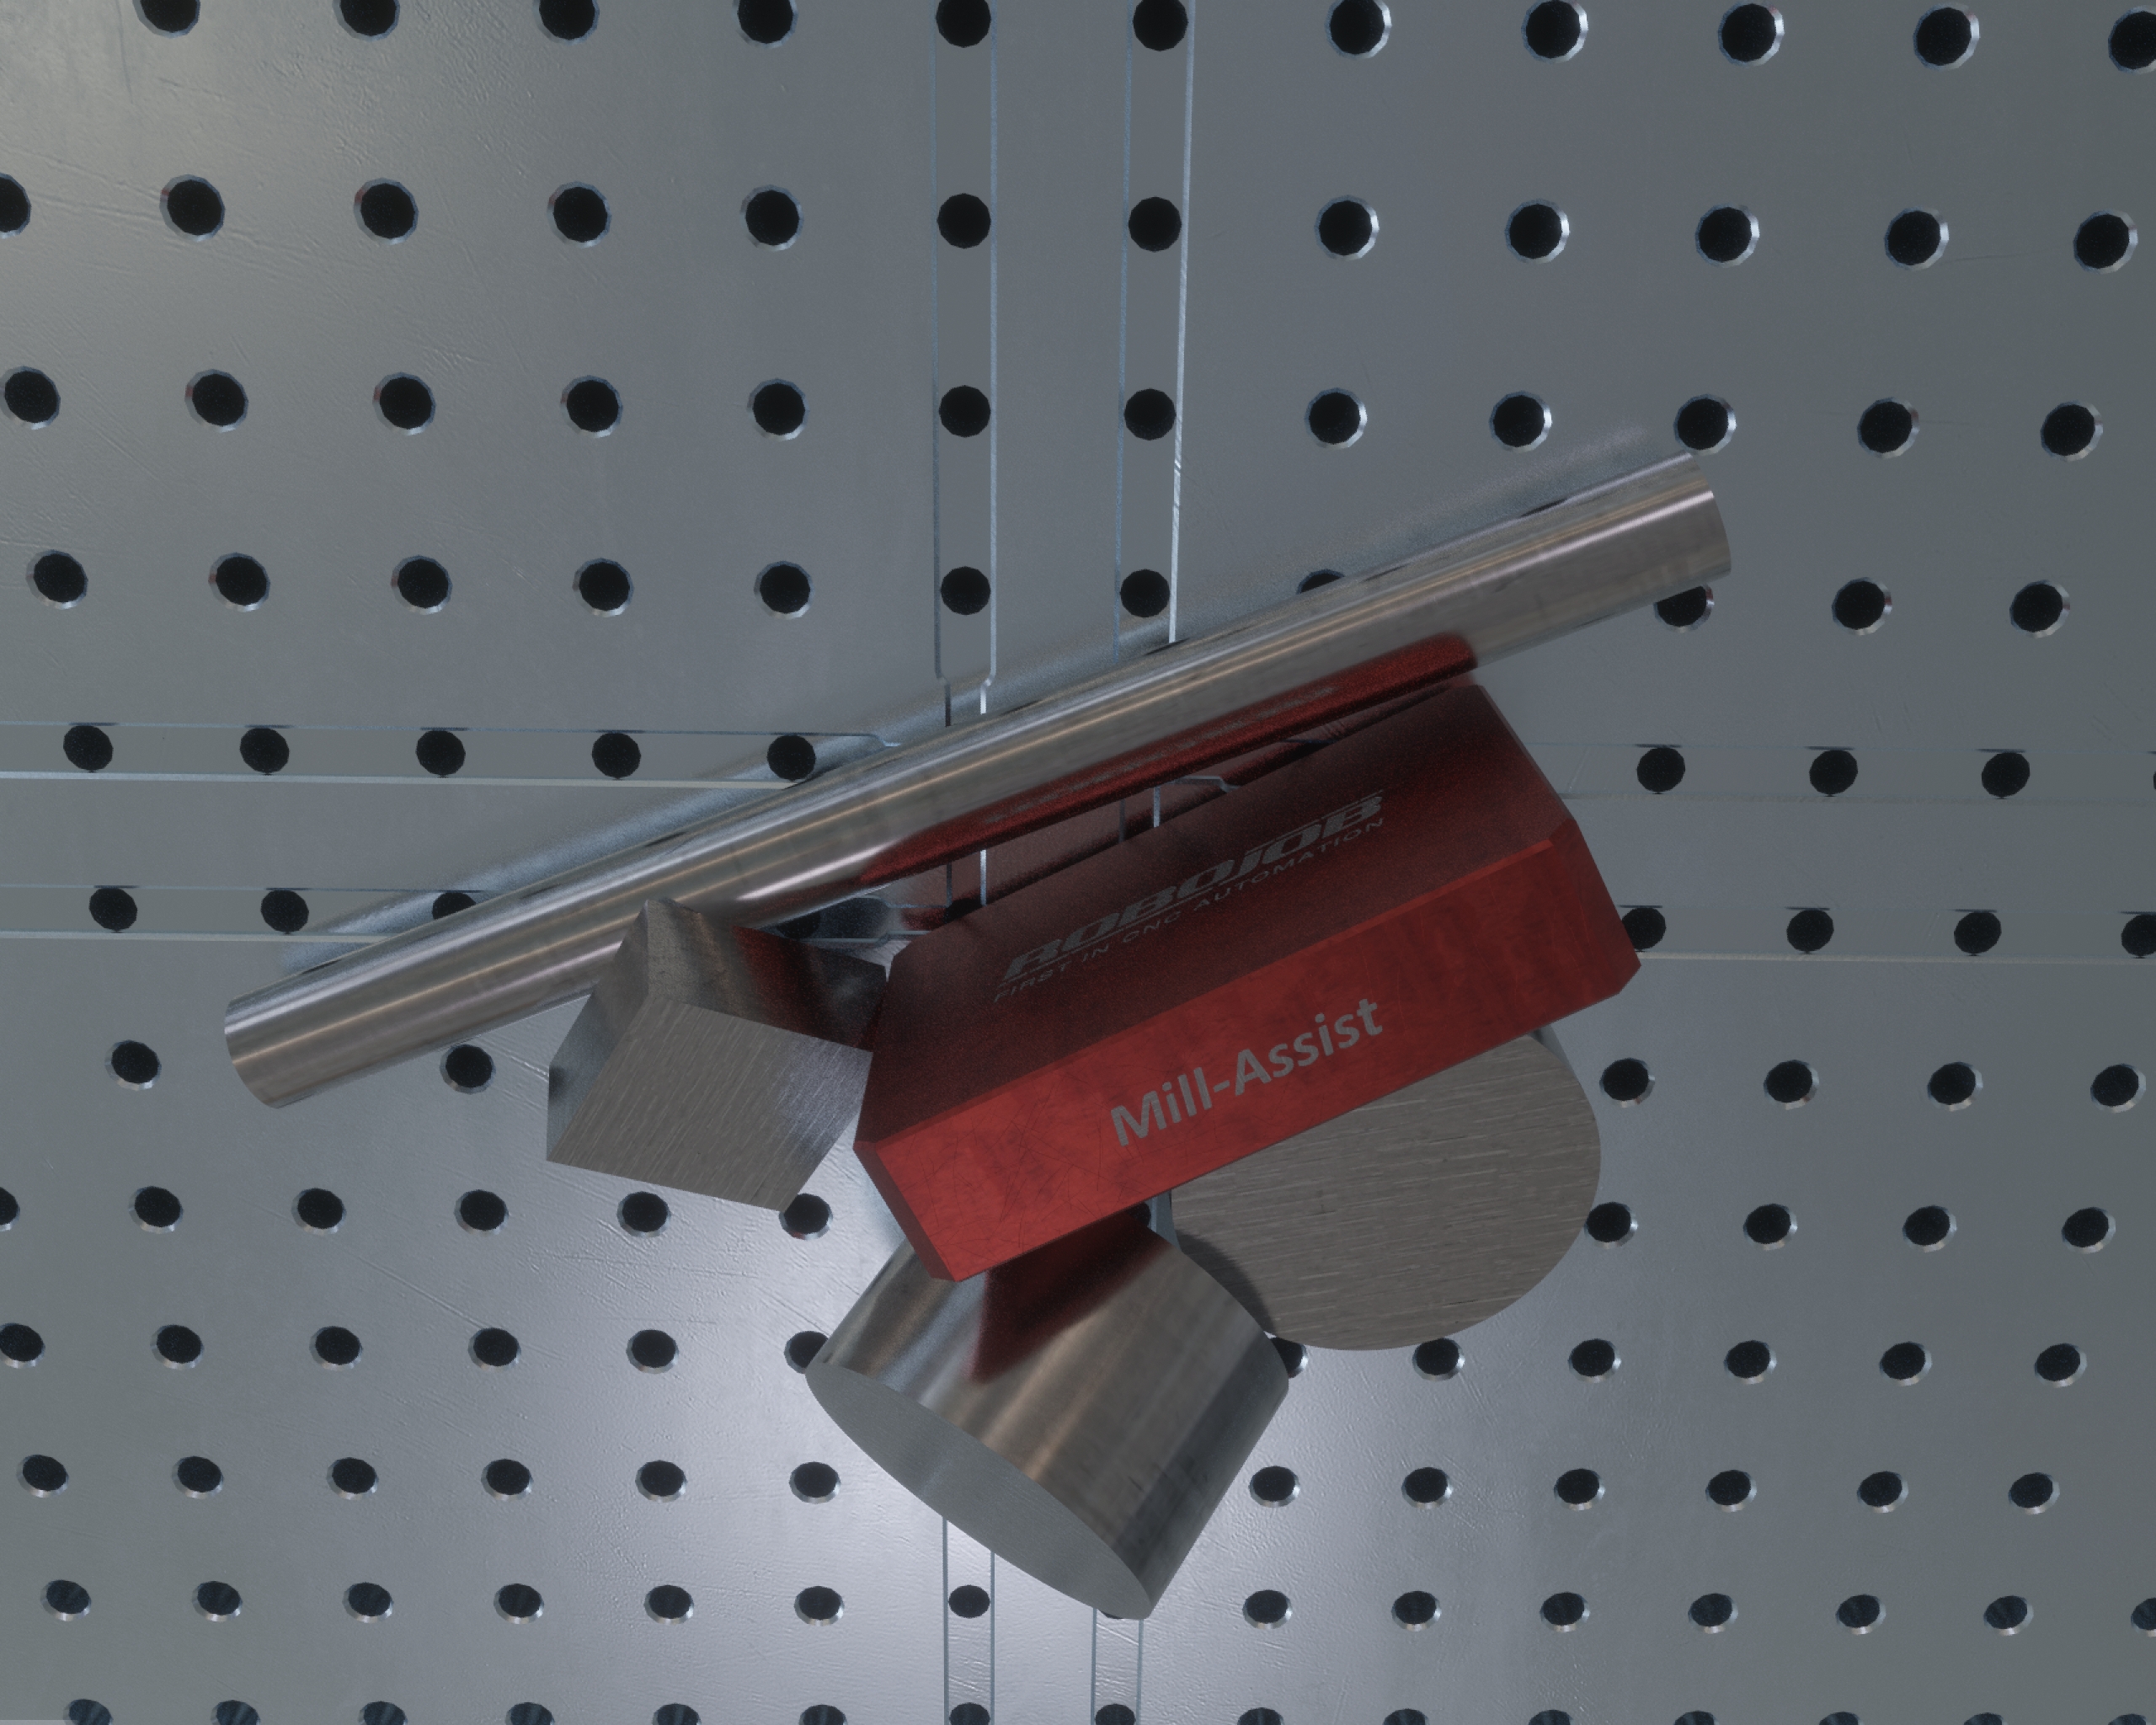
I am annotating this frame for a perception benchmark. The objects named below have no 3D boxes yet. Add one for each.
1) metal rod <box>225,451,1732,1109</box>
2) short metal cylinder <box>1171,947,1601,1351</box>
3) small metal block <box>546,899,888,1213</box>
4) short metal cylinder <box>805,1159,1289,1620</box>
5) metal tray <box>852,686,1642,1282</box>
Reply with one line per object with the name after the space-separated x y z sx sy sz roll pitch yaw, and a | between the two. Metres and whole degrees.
-0.024 -0.013 0.404 0.301 0.025 0.025 -20 109 7 | metal rod
0.056 0.048 0.409 0.081 0.050 0.079 -2 119 -4 | short metal cylinder
-0.071 0.039 0.410 0.050 0.025 0.050 18 126 -27 | small metal block
-0.006 0.103 0.411 0.080 0.080 0.050 45 63 -15 | short metal cylinder
0.027 0.018 0.382 0.130 0.090 0.030 -25 108 9 | metal tray
